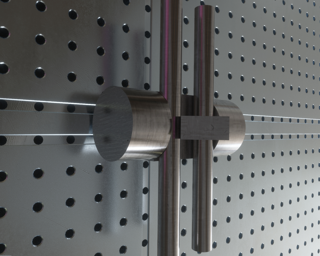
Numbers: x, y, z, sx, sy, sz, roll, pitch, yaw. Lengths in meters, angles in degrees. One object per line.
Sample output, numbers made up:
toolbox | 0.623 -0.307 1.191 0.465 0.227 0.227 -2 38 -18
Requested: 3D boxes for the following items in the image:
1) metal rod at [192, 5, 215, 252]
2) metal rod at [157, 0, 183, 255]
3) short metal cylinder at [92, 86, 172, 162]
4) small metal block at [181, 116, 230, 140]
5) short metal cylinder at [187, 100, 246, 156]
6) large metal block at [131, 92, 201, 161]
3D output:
metal rod | 0.054 0.000 0.385 0.025 0.025 0.298 1 89 -40
metal rod | 0.011 0.002 0.350 0.025 0.025 0.298 1 89 -40
short metal cylinder | -0.033 -0.004 0.342 0.050 0.080 0.079 2 89 -40
small metal block | 0.049 0.000 0.348 0.050 0.050 0.025 1 90 4
short metal cylinder | 0.069 0.000 0.426 0.050 0.080 0.079 1 90 -39
large metal block | 0.008 -0.002 0.395 0.081 0.050 0.079 1 90 -40
